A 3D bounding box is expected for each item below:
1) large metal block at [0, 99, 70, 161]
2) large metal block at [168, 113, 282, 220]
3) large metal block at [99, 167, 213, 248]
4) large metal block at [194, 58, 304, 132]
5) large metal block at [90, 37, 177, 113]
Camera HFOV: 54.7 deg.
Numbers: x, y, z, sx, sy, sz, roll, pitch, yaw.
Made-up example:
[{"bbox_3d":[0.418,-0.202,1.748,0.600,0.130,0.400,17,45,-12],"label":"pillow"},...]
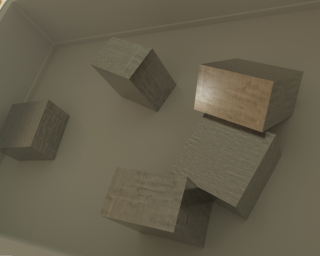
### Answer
[{"bbox_3d":[-0.203,0.005,0.493,0.080,0.050,0.080,-4,60,26],"label":"large metal block"},{"bbox_3d":[0.070,0.037,0.330,0.080,0.050,0.080,24,74,36],"label":"large metal block"},{"bbox_3d":[0.000,0.082,0.320,0.080,0.080,0.050,3,64,30],"label":"large metal block"},{"bbox_3d":[0.096,-0.041,0.337,0.080,0.081,0.050,23,118,36],"label":"large metal block"},{"bbox_3d":[-0.036,-0.075,0.435,0.080,0.080,0.050,26,76,37],"label":"large metal block"}]
